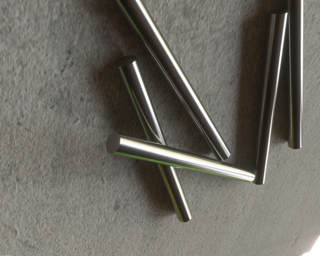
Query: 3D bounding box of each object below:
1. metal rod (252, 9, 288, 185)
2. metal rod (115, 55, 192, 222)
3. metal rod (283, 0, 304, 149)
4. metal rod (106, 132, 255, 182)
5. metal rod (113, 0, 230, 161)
[{"bbox_3d":[0.166,-0.027,0.482,0.025,0.025,0.298,-19,126,-18],"label":"metal rod"},{"bbox_3d":[0.002,0.037,0.432,0.025,0.025,0.299,-28,128,-11],"label":"metal rod"},{"bbox_3d":[0.204,-0.081,0.470,0.025,0.025,0.299,-29,129,-11],"label":"metal rod"},{"bbox_3d":[0.052,0.050,0.444,0.302,0.025,0.025,18,109,-43],"label":"metal rod"},{"bbox_3d":[0.028,-0.050,0.392,0.025,0.025,0.300,-39,130,-2],"label":"metal rod"}]
